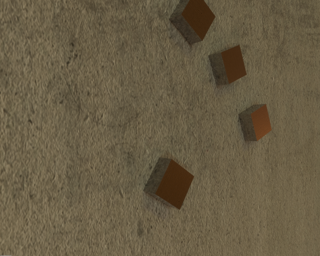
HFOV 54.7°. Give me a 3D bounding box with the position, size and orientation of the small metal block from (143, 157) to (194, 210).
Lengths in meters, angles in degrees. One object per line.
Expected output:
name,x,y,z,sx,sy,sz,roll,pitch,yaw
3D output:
small metal block,0.013,0.074,0.415,0.050,0.025,0.050,40,66,-33

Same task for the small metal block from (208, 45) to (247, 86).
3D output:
small metal block,0.109,-0.100,0.495,0.050,0.025,0.050,-29,108,-36

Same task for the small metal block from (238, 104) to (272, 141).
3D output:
small metal block,0.168,-0.010,0.545,0.050,0.025,0.050,-28,108,-36

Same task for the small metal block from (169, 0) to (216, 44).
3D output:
small metal block,0.047,-0.158,0.443,0.050,0.025,0.050,42,65,-32
